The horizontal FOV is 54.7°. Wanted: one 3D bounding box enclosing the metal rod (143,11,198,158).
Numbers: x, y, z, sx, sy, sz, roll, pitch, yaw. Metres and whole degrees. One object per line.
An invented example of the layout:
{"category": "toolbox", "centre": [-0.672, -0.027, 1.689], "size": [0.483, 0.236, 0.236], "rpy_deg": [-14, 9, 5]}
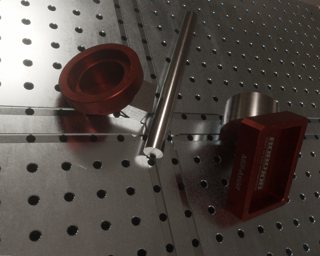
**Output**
{"category": "metal rod", "centre": [0.024, -0.085, 0.474], "size": [0.025, 0.025, 0.300], "rpy_deg": [25, 53, -13]}

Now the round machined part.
{"category": "round machined part", "centre": [-0.067, -0.054, 0.375], "size": [0.098, 0.042, 0.098], "rpy_deg": [-7, 53, 9]}

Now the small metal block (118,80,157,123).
{"category": "small metal block", "centre": [-0.035, -0.041, 0.416], "size": [0.050, 0.025, 0.050], "rpy_deg": [21, 54, -17]}

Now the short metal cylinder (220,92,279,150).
{"category": "short metal cylinder", "centre": [0.131, -0.006, 0.450], "size": [0.080, 0.080, 0.050], "rpy_deg": [27, 52, -12]}

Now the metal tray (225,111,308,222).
{"category": "metal tray", "centre": [0.135, 0.047, 0.395], "size": [0.091, 0.129, 0.030], "rpy_deg": [-9, 25, -32]}
